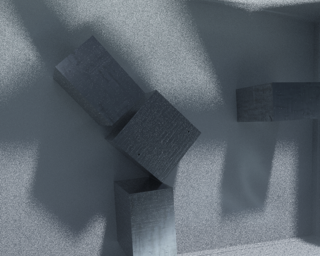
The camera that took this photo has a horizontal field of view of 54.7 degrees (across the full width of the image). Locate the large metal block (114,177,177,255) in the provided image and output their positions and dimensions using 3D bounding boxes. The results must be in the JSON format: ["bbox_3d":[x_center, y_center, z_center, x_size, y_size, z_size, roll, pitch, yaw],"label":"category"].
[{"bbox_3d":[-0.020,0.108,0.375,0.050,0.080,0.079,-4,92,-20],"label":"large metal block"}]

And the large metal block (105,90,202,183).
[{"bbox_3d":[-0.009,0.010,0.395,0.080,0.050,0.080,43,76,-15],"label":"large metal block"}]

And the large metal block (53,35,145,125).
[{"bbox_3d":[-0.073,-0.049,0.355,0.050,0.080,0.080,-46,105,-14],"label":"large metal block"}]

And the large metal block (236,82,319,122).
[{"bbox_3d":[0.168,-0.036,0.445,0.081,0.080,0.050,-3,92,-20],"label":"large metal block"}]
